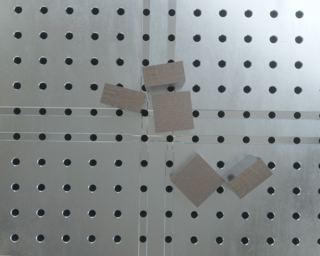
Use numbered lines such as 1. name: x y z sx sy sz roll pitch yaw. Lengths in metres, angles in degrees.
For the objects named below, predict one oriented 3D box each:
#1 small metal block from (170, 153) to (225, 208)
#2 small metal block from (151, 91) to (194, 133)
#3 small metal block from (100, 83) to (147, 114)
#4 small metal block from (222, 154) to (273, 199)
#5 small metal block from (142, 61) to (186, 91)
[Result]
1. small metal block: 0.049 0.068 0.414 0.050 0.025 0.050 -44 90 0
2. small metal block: 0.017 -0.021 0.413 0.050 0.025 0.050 -6 90 0
3. small metal block: -0.045 -0.037 0.401 0.050 0.050 0.025 14 90 0
4. small metal block: 0.110 0.061 0.402 0.050 0.050 0.025 -38 90 0
5. small metal block: 0.005 -0.066 0.401 0.050 0.050 0.025 -9 90 0
